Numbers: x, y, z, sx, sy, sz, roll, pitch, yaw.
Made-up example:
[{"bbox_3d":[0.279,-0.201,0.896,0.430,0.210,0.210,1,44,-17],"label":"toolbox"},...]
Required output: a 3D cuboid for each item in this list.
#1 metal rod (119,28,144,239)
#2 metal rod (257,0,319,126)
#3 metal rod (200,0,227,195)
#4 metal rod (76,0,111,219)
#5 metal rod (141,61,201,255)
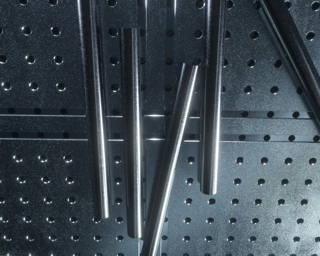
[{"bbox_3d":[-0.037,0.020,0.420,0.025,0.025,0.298,0,110,-1],"label":"metal rod"},{"bbox_3d":[0.175,-0.082,0.385,0.025,0.025,0.299,-32,108,10],"label":"metal rod"},{"bbox_3d":[0.067,-0.050,0.396,0.025,0.025,0.298,-1,110,0],"label":"metal rod"},{"bbox_3d":[-0.084,-0.013,0.407,0.025,0.025,0.298,0,110,-1],"label":"metal rod"},{"bbox_3d":[0.011,0.057,0.434,0.025,0.025,0.298,10,110,-4],"label":"metal rod"}]
